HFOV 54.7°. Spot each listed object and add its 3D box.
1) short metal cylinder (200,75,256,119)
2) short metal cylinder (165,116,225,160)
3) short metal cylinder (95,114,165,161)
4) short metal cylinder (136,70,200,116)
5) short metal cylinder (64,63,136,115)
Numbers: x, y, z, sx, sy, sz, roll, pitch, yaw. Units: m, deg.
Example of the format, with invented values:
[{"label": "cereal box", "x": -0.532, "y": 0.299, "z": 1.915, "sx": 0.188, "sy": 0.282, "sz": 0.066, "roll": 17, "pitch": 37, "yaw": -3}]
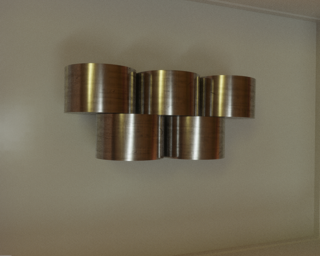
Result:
[{"label": "short metal cylinder", "x": 0.085, "y": -0.038, "z": 0.410, "sx": 0.081, "sy": 0.080, "sz": 0.050, "roll": 2, "pitch": 90, "yaw": -20}, {"label": "short metal cylinder", "x": 0.042, "y": 0.011, "z": 0.395, "sx": 0.081, "sy": 0.080, "sz": 0.050, "roll": 1, "pitch": 90, "yaw": -20}, {"label": "short metal cylinder", "x": -0.035, "y": 0.010, "z": 0.366, "sx": 0.081, "sy": 0.080, "sz": 0.050, "roll": 1, "pitch": 90, "yaw": -20}, {"label": "short metal cylinder", "x": 0.009, "y": -0.039, "z": 0.382, "sx": 0.081, "sy": 0.080, "sz": 0.050, "roll": 1, "pitch": 90, "yaw": -20}, {"label": "short metal cylinder", "x": -0.068, "y": -0.041, "z": 0.354, "sx": 0.081, "sy": 0.080, "sz": 0.050, "roll": 1, "pitch": 90, "yaw": -20}]
